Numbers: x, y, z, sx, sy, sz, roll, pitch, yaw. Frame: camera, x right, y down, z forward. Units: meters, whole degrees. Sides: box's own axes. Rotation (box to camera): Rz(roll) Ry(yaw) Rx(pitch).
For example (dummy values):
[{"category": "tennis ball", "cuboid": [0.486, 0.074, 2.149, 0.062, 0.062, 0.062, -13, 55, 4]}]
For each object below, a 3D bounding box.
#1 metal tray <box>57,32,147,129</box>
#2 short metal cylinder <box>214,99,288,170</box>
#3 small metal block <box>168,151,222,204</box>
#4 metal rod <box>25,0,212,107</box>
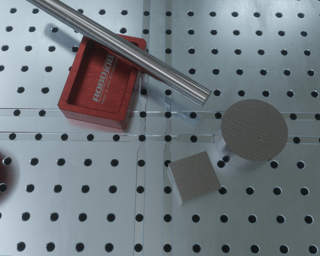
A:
[{"category": "metal tray", "cuboid": [-0.076, -0.071, 0.433, 0.090, 0.030, 0.130, 12, 70, 4]}, {"category": "short metal cylinder", "cuboid": [0.114, 0.010, 0.396, 0.081, 0.050, 0.080, 0, 70, 0]}, {"category": "small metal block", "cuboid": [0.043, 0.062, 0.390, 0.050, 0.025, 0.050, -18, 71, -7]}, {"category": "metal rod", "cuboid": [-0.065, -0.116, 0.420, 0.301, 0.025, 0.025, 33, 73, 11]}]
